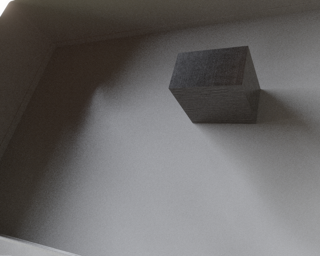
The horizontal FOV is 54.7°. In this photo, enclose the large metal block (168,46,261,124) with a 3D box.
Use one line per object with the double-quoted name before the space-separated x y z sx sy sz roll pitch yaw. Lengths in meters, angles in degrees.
"large metal block" 0.067 -0.046 0.363 0.080 0.080 0.050 1 63 28
